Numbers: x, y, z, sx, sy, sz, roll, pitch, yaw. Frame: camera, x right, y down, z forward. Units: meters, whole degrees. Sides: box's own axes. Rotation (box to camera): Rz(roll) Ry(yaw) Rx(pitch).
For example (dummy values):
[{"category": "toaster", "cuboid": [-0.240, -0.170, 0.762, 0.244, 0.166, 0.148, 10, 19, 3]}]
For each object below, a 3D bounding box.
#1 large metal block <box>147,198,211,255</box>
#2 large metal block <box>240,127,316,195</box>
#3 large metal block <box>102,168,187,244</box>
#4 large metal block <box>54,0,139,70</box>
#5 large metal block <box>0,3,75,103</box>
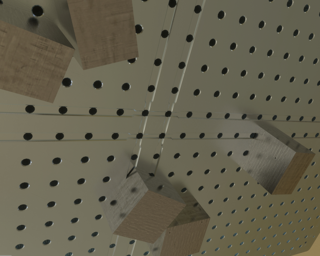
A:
[{"category": "large metal block", "cuboid": [0.028, 0.170, 0.518, 0.081, 0.050, 0.079, -4, 120, -27]}, {"category": "large metal block", "cuboid": [0.193, 0.054, 0.518, 0.050, 0.080, 0.079, 7, 115, -32]}, {"category": "large metal block", "cuboid": [-0.023, 0.116, 0.456, 0.080, 0.050, 0.080, 31, 101, -38]}, {"category": "large metal block", "cuboid": [-0.062, -0.108, 0.276, 0.050, 0.080, 0.079, -18, 126, -18]}, {"category": "large metal block", "cuboid": [-0.128, -0.070, 0.263, 0.081, 0.080, 0.050, 16, 110, -35]}]
